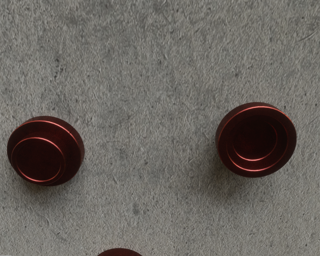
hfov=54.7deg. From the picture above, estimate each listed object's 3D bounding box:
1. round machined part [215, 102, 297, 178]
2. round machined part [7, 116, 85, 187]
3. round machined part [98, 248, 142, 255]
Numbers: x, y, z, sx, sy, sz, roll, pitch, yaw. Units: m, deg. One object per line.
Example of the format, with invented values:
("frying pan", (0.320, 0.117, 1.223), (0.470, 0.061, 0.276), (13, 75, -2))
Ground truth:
("round machined part", (0.122, 0.012, 0.406), (0.099, 0.042, 0.097), (0, 110, 0))
("round machined part", (-0.154, 0.036, 0.413), (0.099, 0.042, 0.097), (0, 110, 0))
("round machined part", (-0.065, 0.244, 0.490), (0.099, 0.042, 0.097), (0, 110, 0))
